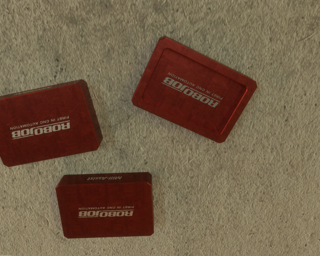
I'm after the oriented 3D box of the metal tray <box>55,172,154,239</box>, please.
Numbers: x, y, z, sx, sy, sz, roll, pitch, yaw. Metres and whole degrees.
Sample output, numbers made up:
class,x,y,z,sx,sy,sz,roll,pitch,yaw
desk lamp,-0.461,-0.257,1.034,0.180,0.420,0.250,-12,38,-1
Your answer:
class,x,y,z,sx,sy,sz,roll,pitch,yaw
metal tray,-0.076,0.112,0.448,0.131,0.030,0.089,-2,110,0

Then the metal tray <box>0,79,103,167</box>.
class,x,y,z,sx,sy,sz,roll,pitch,yaw
metal tray,-0.151,-0.006,0.404,0.131,0.030,0.089,-11,110,4

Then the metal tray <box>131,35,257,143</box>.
class,x,y,z,sx,sy,sz,roll,pitch,yaw
metal tray,0.041,-0.047,0.389,0.131,0.030,0.089,24,108,-9
